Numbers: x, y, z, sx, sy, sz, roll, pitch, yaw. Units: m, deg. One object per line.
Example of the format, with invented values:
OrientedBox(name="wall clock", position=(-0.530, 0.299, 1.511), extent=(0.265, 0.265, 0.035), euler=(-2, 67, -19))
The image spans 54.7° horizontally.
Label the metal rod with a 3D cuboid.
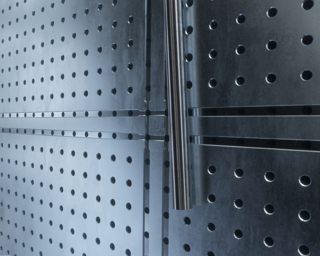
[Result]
OrientedBox(name="metal rod", position=(0.022, -0.050, 0.389), extent=(0.025, 0.025, 0.298), euler=(-4, 88, 39))
